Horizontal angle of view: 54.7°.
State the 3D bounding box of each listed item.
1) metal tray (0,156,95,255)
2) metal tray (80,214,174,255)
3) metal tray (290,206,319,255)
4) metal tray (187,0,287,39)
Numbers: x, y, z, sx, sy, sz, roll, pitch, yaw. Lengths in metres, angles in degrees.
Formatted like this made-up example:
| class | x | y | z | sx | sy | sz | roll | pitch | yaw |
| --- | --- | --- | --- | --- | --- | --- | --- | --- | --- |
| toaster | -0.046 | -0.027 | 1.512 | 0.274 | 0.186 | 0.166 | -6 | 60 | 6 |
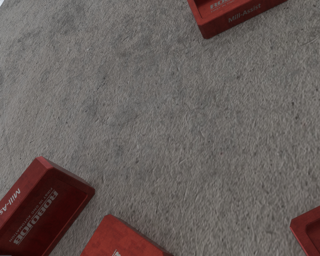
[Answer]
| class | x | y | z | sx | sy | sz | roll | pitch | yaw |
| --- | --- | --- | --- | --- | --- | --- | --- | --- | --- |
| metal tray | -0.150 | 0.108 | 0.374 | 0.030 | 0.090 | 0.130 | 29 | 77 | 37 |
| metal tray | -0.054 | 0.170 | 0.325 | 0.090 | 0.030 | 0.130 | 22 | 73 | 36 |
| metal tray | 0.187 | 0.090 | 0.247 | 0.130 | 0.030 | 0.090 | -30 | 52 | 8 |
| metal tray | 0.111 | -0.198 | 0.463 | 0.130 | 0.030 | 0.090 | -23 | 53 | 14 |
